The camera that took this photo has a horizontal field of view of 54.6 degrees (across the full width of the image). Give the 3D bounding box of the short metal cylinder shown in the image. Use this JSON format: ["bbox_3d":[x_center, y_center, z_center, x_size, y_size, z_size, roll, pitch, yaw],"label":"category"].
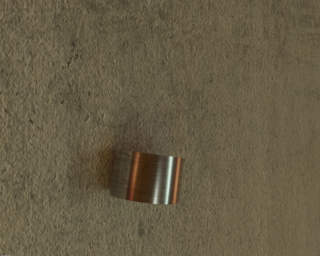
[{"bbox_3d":[-0.015,0.055,0.356,0.081,0.080,0.050,12,83,-39],"label":"short metal cylinder"}]
